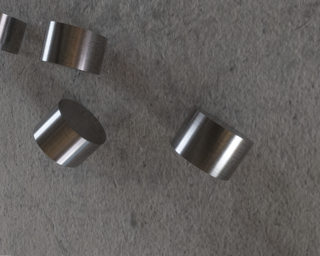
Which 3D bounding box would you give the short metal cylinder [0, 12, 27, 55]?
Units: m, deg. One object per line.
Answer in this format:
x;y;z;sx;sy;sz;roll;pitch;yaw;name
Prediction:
-0.249;-0.148;0.466;0.080;0.080;0.050;22;97;18;short metal cylinder

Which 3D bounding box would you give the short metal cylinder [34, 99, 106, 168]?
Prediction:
-0.121;0.007;0.421;0.050;0.080;0.080;-42;77;15;short metal cylinder

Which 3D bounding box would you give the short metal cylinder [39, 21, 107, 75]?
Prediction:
-0.116;-0.106;0.419;0.080;0.080;0.050;16;96;19;short metal cylinder

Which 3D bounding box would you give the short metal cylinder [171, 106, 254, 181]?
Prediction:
0.060;0.016;0.358;0.080;0.080;0.050;35;101;16;short metal cylinder
